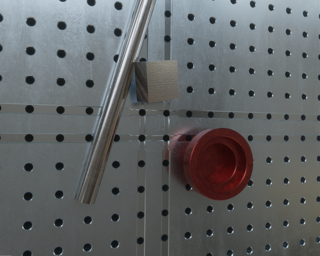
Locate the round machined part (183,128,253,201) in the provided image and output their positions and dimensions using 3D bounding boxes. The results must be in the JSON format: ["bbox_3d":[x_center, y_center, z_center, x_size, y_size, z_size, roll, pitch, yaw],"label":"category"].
[{"bbox_3d":[0.077,0.049,0.434,0.099,0.042,0.097,0,90,-21],"label":"round machined part"}]

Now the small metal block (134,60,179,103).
[{"bbox_3d":[-0.004,-0.061,0.400,0.050,0.025,0.050,-13,107,-37],"label":"small metal block"}]

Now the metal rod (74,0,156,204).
[{"bbox_3d":[-0.051,-0.053,0.394,0.025,0.025,0.299,18,84,-20],"label":"metal rod"}]
